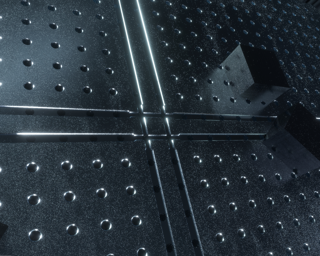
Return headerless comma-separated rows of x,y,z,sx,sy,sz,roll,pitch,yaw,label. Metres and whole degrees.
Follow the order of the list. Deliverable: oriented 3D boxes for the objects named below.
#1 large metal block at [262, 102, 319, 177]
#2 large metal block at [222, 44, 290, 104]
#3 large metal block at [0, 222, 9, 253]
0.227,0.017,0.507,0.080,0.050,0.080,43,51,1,large metal block
0.166,-0.093,0.541,0.081,0.050,0.080,3,60,-27,large metal block
-0.167,0.088,0.229,0.080,0.080,0.050,28,52,-11,large metal block
